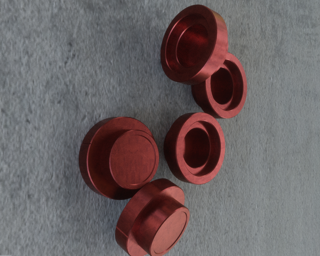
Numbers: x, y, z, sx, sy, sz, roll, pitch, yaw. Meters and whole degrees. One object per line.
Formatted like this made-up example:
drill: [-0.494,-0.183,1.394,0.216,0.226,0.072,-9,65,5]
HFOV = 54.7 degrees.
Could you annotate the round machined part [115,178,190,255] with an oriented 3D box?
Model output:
round machined part: [-0.002,0.113,0.370,0.099,0.042,0.097,-31,136,-35]

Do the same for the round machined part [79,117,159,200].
round machined part: [-0.040,0.035,0.362,0.099,0.042,0.097,0,90,-40]

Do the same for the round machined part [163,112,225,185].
round machined part: [0.044,0.027,0.433,0.099,0.042,0.097,0,90,-40]

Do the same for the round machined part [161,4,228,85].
round machined part: [0.048,-0.103,0.400,0.042,0.098,0.097,9,85,-40]

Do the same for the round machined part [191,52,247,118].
round machined part: [0.085,-0.063,0.468,0.099,0.042,0.097,0,90,-40]
